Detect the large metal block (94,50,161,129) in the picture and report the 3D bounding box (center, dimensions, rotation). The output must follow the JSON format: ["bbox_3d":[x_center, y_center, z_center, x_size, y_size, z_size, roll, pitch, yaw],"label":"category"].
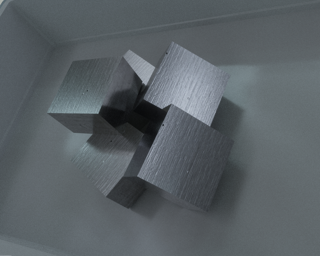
[{"bbox_3d":[-0.039,-0.053,0.440,0.080,0.050,0.080,-45,51,-4],"label":"large metal block"}]

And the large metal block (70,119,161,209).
[{"bbox_3d":[-0.049,0.038,0.385,0.080,0.050,0.080,34,80,38],"label":"large metal block"}]

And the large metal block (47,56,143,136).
[{"bbox_3d":[-0.079,-0.039,0.385,0.080,0.050,0.080,2,61,30],"label":"large metal block"}]

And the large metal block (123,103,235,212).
[{"bbox_3d":[0.020,0.033,0.328,0.080,0.080,0.050,-65,16,-18],"label":"large metal block"}]

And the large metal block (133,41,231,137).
[{"bbox_3d":[0.026,-0.042,0.371,0.080,0.050,0.080,28,71,-10],"label":"large metal block"}]
